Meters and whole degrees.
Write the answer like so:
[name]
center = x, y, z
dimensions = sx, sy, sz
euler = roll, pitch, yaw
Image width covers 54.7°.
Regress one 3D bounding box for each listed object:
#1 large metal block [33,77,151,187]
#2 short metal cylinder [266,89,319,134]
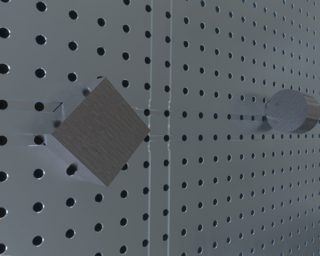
[large metal block]
center = -0.070, 0.004, 0.334
dimensions = 0.080, 0.050, 0.080
euler = 51, 60, -28
[short metal cylinder]
center = 0.249, -0.030, 0.582
dimensions = 0.050, 0.080, 0.080
euler = 5, 87, -40
